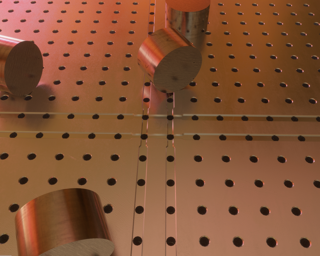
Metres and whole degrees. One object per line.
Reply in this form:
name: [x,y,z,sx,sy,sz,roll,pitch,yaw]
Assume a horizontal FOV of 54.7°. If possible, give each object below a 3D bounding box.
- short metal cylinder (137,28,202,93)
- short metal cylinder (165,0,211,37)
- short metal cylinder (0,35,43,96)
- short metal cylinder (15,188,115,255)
short metal cylinder: [0.014,-0.098,0.454,0.081,0.080,0.050,-23,54,-18]
short metal cylinder: [0.050,-0.211,0.569,0.081,0.050,0.080,0,50,0]
short metal cylinder: [-0.216,-0.090,0.446,0.050,0.080,0.080,15,52,12]
short metal cylinder: [-0.088,0.100,0.287,0.081,0.080,0.050,-17,52,-14]
